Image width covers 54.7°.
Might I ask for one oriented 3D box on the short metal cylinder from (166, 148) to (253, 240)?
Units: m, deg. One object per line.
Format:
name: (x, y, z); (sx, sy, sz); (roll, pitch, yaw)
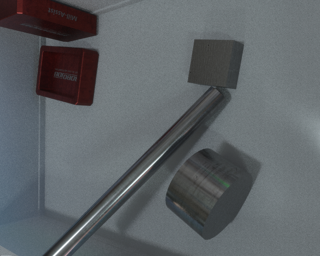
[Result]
short metal cylinder: (0.052, 0.068, 0.327); (0.050, 0.081, 0.079); (34, 111, 34)

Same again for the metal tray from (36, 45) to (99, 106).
metal tray: (-0.164, -0.092, 0.535); (0.130, 0.030, 0.089); (15, 99, 38)

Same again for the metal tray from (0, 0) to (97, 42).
metal tray: (-0.176, -0.167, 0.481); (0.090, 0.131, 0.030); (3, 92, 40)

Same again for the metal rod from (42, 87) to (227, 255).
metal rod: (-0.038, 0.067, 0.361); (0.300, 0.025, 0.025); (-45, 61, 3)

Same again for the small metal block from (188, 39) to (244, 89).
small metal block: (0.063, -0.073, 0.354); (0.050, 0.025, 0.050); (14, 99, 38)
